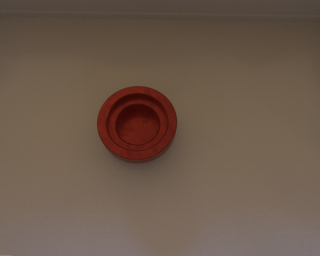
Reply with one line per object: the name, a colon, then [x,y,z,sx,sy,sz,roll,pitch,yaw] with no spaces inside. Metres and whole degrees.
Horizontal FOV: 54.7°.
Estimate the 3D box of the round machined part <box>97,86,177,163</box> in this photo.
round machined part: [-0.028,-0.002,0.401,0.099,0.042,0.098,0,70,-1]
